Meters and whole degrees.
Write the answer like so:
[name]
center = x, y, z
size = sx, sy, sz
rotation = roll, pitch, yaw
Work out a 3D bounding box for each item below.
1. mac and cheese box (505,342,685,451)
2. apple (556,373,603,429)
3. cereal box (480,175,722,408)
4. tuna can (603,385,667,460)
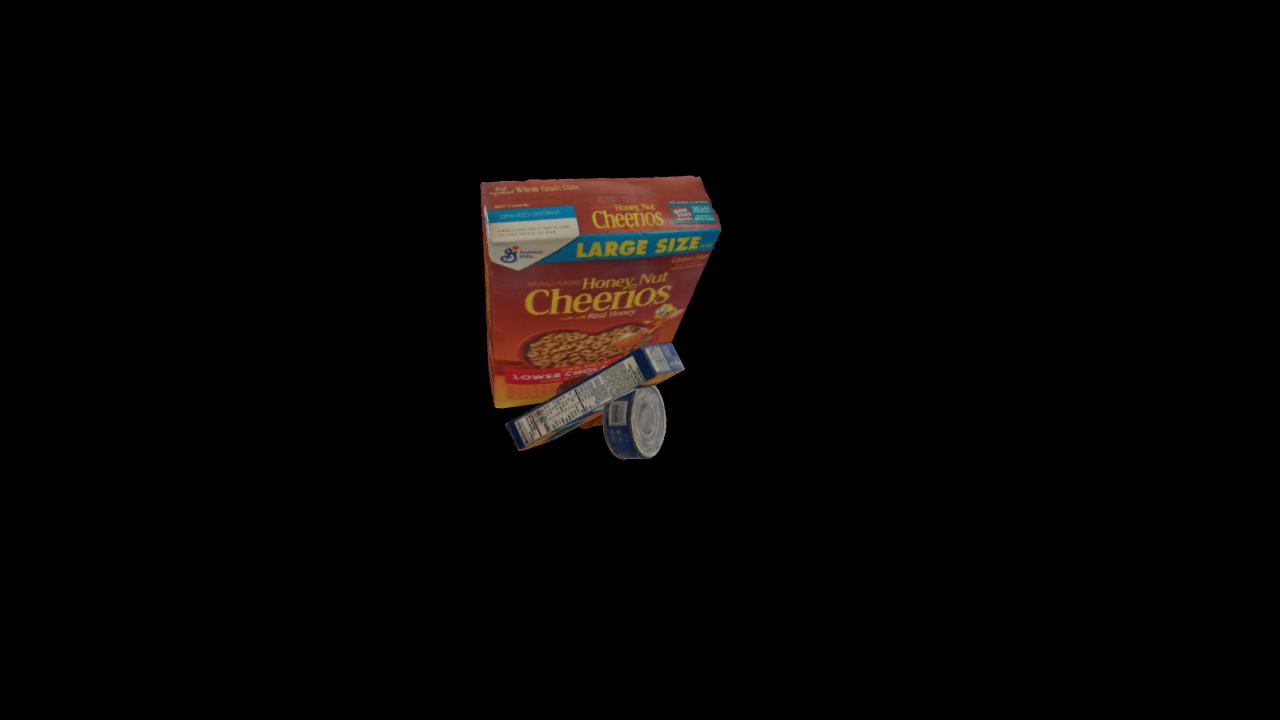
[mac and cheese box]
center = -0.048, 0.040, 0.677
size = 0.184, 0.041, 0.093
rotation = -29, -6, 21
[apple]
center = -0.062, 0.033, 0.731
size = 0.079, 0.093, 0.079
rotation = -13, -25, -6
[cereal box]
center = -0.058, -0.056, 0.648
size = 0.203, 0.081, 0.306
rotation = -7, -28, -17
[tuna can]
center = -0.004, 0.063, 0.649
size = 0.034, 0.084, 0.084
rotation = -5, -2, 28
